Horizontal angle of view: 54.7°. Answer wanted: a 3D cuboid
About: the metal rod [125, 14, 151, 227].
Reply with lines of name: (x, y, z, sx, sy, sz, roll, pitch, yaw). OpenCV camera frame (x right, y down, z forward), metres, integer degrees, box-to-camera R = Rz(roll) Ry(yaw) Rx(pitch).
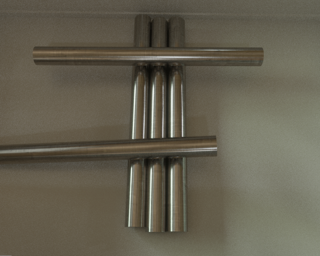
metal rod: (-0.027, -0.023, 0.417, 0.025, 0.025, 0.299, 1, 70, 0)

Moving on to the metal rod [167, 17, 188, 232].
metal rod: (0.023, -0.019, 0.415, 0.025, 0.025, 0.299, 1, 70, 0)

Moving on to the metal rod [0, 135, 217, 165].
metal rod: (-0.084, 0.028, 0.378, 0.302, 0.025, 0.025, -3, 70, 6)

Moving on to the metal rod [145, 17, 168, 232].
metal rod: (-0.003, -0.018, 0.415, 0.025, 0.025, 0.299, 1, 70, 0)

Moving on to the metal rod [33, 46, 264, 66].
metal rod: (-0.015, -0.096, 0.417, 0.302, 0.025, 0.025, 0, 70, 0)
